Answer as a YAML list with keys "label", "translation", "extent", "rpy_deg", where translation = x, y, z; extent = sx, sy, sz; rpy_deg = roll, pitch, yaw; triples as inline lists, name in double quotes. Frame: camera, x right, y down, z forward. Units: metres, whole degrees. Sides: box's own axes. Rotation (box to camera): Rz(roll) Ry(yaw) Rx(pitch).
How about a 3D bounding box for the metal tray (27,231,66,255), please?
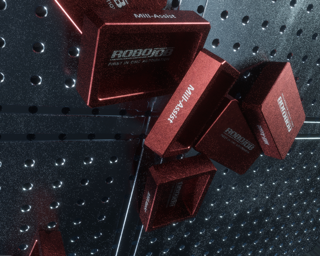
- label: "metal tray"
  translation: [-0.163, 0.215, 0.412]
  extent: [0.030, 0.090, 0.129]
  rpy_deg: [16, 110, -35]

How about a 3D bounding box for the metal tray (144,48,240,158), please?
- label: "metal tray"
  translation: [0.043, -0.026, 0.385]
  extent: [0.129, 0.030, 0.090]
  rpy_deg: [-58, 159, 14]

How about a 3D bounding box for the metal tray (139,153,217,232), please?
- label: "metal tray"
  translation: [0.023, 0.098, 0.459]
  extent: [0.091, 0.030, 0.129]
  rpy_deg: [-11, 138, -23]

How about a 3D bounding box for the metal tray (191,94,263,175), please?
- label: "metal tray"
  translation: [0.112, 0.012, 0.476]
  extent: [0.131, 0.030, 0.090]
  rpy_deg: [29, 102, -38]

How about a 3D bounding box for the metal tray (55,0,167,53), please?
- label: "metal tray"
  translation: [-0.062, -0.145, 0.284]
  extent: [0.090, 0.030, 0.130]
  rpy_deg: [-39, 129, -2]

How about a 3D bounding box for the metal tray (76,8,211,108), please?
- label: "metal tray"
  translation: [-0.016, -0.074, 0.322]
  extent: [0.131, 0.030, 0.089]
  rpy_deg: [-14, 139, -35]

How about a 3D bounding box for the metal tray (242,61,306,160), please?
- label: "metal tray"
  translation: [0.175, -0.024, 0.467]
  extent: [0.090, 0.030, 0.130]
  rpy_deg: [-54, 132, -19]
